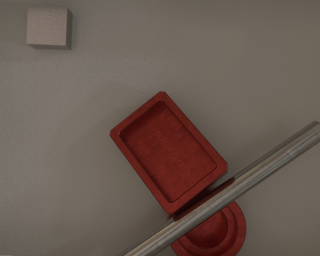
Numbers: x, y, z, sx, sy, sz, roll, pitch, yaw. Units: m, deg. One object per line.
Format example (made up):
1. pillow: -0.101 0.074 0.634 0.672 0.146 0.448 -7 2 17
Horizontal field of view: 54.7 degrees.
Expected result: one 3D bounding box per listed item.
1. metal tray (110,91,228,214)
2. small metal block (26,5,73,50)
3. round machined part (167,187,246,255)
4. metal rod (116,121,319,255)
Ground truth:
1. metal tray: 0.010 0.029 0.387 0.090 0.030 0.130 -39 70 -1
2. small metal block: -0.145 -0.132 0.409 0.050 0.025 0.050 2 90 -1
3. round machined part: 0.058 0.125 0.404 0.099 0.042 0.097 0 90 -1
4. metal rod: 0.070 0.085 0.370 0.301 0.025 0.025 -34 90 -2
